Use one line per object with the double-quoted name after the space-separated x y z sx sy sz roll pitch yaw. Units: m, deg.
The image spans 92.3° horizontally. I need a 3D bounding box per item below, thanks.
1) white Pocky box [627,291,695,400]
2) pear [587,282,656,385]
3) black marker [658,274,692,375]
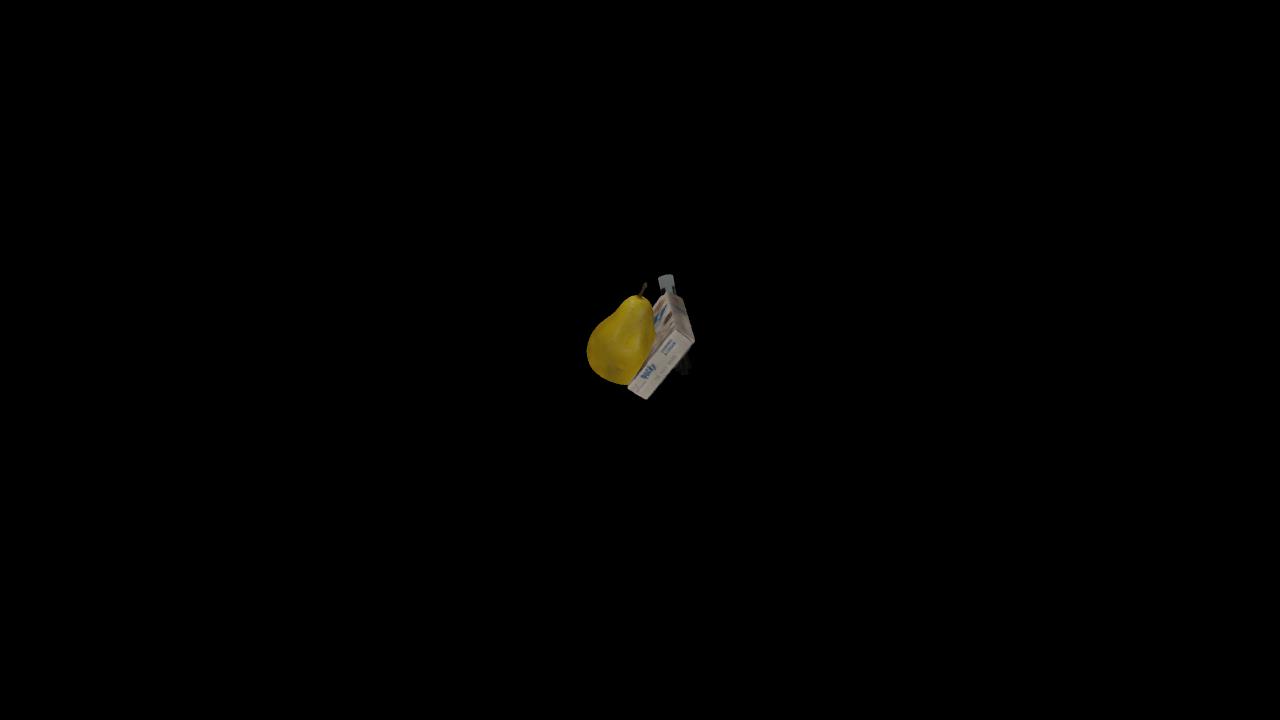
0.020 -0.022 0.684 0.028 0.084 0.154 34 17 -13 "white Pocky box"
-0.011 -0.032 0.645 0.080 0.111 0.080 19 15 -5 "pear"
0.042 -0.042 0.733 0.020 0.121 0.020 -10 -7 -1 "black marker"
